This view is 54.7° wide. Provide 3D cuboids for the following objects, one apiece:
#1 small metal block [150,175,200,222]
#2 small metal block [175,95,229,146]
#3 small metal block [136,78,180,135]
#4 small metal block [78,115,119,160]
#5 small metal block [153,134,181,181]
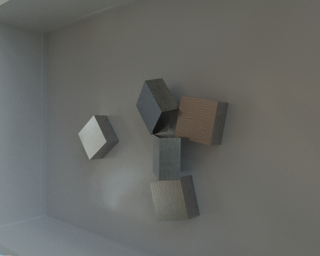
[{"bbox_3d":[0.018,0.089,0.392,0.050,0.025,0.050,-17,79,38],"label":"small metal block"},{"bbox_3d":[0.049,-0.010,0.367,0.050,0.025,0.050,15,99,38],"label":"small metal block"},{"bbox_3d":[-0.004,-0.027,0.397,0.050,0.025,0.050,63,149,25],"label":"small metal block"},{"bbox_3d":[-0.097,0.015,0.488,0.050,0.025,0.050,-44,64,31],"label":"small metal block"},{"bbox_3d":[0.007,0.035,0.383,0.050,0.025,0.050,-160,70,-80],"label":"small metal block"}]
